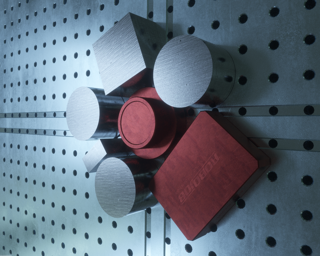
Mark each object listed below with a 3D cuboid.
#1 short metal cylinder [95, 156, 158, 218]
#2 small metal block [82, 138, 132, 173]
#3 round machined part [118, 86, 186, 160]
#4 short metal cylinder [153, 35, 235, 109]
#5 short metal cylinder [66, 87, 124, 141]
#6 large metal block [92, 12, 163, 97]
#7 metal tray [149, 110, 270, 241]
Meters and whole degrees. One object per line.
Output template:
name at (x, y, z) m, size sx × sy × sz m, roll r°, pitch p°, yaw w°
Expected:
short metal cylinder at (-0.045, 0.079, 0.430) m, size 0.080 × 0.050 × 0.080 m, roll 0°, pitch 90°, yaw 40°
small metal block at (-0.077, 0.040, 0.456) m, size 0.050 × 0.050 × 0.025 m, roll -45°, pitch 63°, yaw 31°
round machined part at (-0.018, -0.007, 0.412) m, size 0.098 × 0.042 × 0.097 m, roll 0°, pitch 90°, yaw 40°
short metal cylinder at (0.039, -0.062, 0.360) m, size 0.080 × 0.050 × 0.080 m, roll 0°, pitch 90°, yaw 40°
short metal cylinder at (-0.098, -0.021, 0.473) m, size 0.080 × 0.050 × 0.080 m, roll 0°, pitch 90°, yaw 40°
large metal block at (-0.041, -0.096, 0.427) m, size 0.080 × 0.050 × 0.080 m, roll -27°, pitch 73°, yaw 37°
metal tray at (0.051, 0.055, 0.363) m, size 0.090 × 0.030 × 0.129 m, roll 48°, pitch 118°, yaw 29°
